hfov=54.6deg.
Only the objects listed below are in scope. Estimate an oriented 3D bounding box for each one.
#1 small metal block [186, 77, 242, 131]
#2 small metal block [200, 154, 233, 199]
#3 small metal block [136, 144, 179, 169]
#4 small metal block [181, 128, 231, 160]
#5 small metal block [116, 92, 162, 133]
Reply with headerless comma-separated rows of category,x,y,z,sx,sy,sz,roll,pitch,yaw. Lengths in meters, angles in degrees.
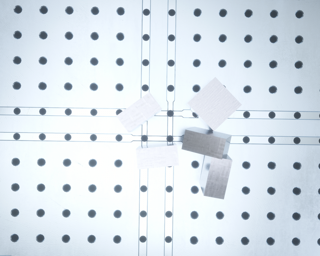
small metal block,0.071,-0.031,0.414,0.050,0.025,0.050,-43,90,0
small metal block,0.070,0.057,0.398,0.025,0.050,0.050,11,98,0
small metal block,-0.003,0.035,0.401,0.050,0.050,0.025,-6,90,0
small metal block,0.060,0.018,0.393,0.050,0.050,0.025,13,98,19
small metal block,-0.025,-0.019,0.401,0.050,0.050,0.025,-36,90,0
